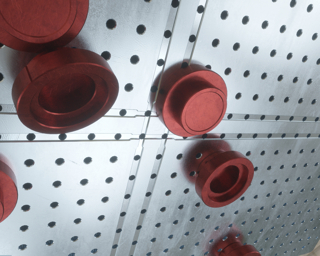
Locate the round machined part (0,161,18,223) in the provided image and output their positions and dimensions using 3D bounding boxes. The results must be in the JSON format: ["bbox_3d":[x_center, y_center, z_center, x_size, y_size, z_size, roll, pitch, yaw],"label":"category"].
[{"bbox_3d":[-0.208,0.080,0.336,0.099,0.042,0.097,-14,124,-21],"label":"round machined part"}]

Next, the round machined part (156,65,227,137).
[{"bbox_3d":[0.048,-0.029,0.407,0.099,0.042,0.097,-14,124,-21],"label":"round machined part"}]

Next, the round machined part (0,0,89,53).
[{"bbox_3d":[-0.110,-0.113,0.270,0.099,0.042,0.097,-14,124,-21],"label":"round machined part"}]

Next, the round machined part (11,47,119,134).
[{"bbox_3d":[-0.094,-0.041,0.308,0.099,0.042,0.098,-24,151,-14],"label":"round machined part"}]

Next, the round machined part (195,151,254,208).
[{"bbox_3d":[0.099,0.077,0.501,0.099,0.042,0.097,-14,124,-21],"label":"round machined part"}]

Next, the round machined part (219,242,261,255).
[{"bbox_3d":[0.164,0.285,0.665,0.099,0.042,0.097,-14,124,-21],"label":"round machined part"}]
